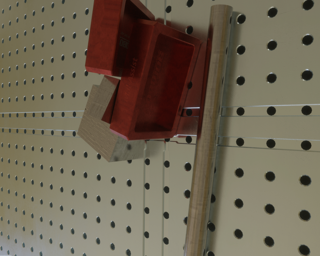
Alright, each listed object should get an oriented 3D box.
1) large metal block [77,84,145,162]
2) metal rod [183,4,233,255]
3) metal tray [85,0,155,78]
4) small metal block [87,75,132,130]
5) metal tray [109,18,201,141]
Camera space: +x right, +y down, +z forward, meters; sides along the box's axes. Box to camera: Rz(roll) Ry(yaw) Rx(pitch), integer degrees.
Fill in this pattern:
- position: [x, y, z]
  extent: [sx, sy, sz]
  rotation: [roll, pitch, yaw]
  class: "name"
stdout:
- position: [-0.066, -0.008, 0.445]
  extent: [0.080, 0.050, 0.079]
  rotation: [35, 111, 34]
  class: "large metal block"
- position: [0.055, 0.012, 0.362]
  extent: [0.025, 0.025, 0.298]
  rotation: [9, 96, 39]
  class: "metal rod"
- position: [-0.042, -0.107, 0.374]
  extent: [0.030, 0.130, 0.089]
  rotation: [12, 99, 11]
  class: "metal tray"
- position: [-0.052, -0.028, 0.370]
  extent: [0.025, 0.050, 0.050]
  rotation: [21, 86, 34]
  class: "small metal block"
- position: [-0.004, -0.052, 0.367]
  extent: [0.030, 0.091, 0.129]
  rotation: [24, 105, 36]
  class: "metal tray"
